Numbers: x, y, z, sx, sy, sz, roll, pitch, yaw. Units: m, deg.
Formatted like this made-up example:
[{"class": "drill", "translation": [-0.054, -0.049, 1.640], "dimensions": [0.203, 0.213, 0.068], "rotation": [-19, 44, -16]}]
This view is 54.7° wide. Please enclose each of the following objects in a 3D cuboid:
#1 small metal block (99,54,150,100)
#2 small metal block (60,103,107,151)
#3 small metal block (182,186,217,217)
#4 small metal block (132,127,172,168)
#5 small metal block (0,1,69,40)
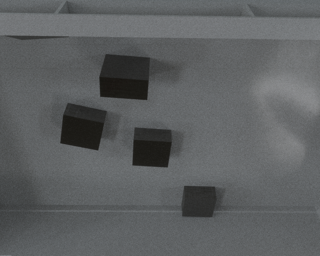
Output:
[{"class": "small metal block", "translation": [-0.038, -0.057, 0.343], "dimensions": [0.050, 0.050, 0.025], "rotation": [4, 130, -3]}, {"class": "small metal block", "translation": [-0.101, -0.001, 0.407], "dimensions": [0.050, 0.025, 0.050], "rotation": [12, 129, -10]}, {"class": "small metal block", "translation": [0.064, 0.122, 0.514], "dimensions": [0.050, 0.025, 0.050], "rotation": [2, 130, -2]}, {"class": "small metal block", "translation": [-0.012, 0.028, 0.432], "dimensions": [0.050, 0.025, 0.050], "rotation": [4, 130, -4]}, {"class": "small metal block", "translation": [-0.123, -0.103, 0.300], "dimensions": [0.050, 0.050, 0.025], "rotation": [-3, 99, 2]}]
